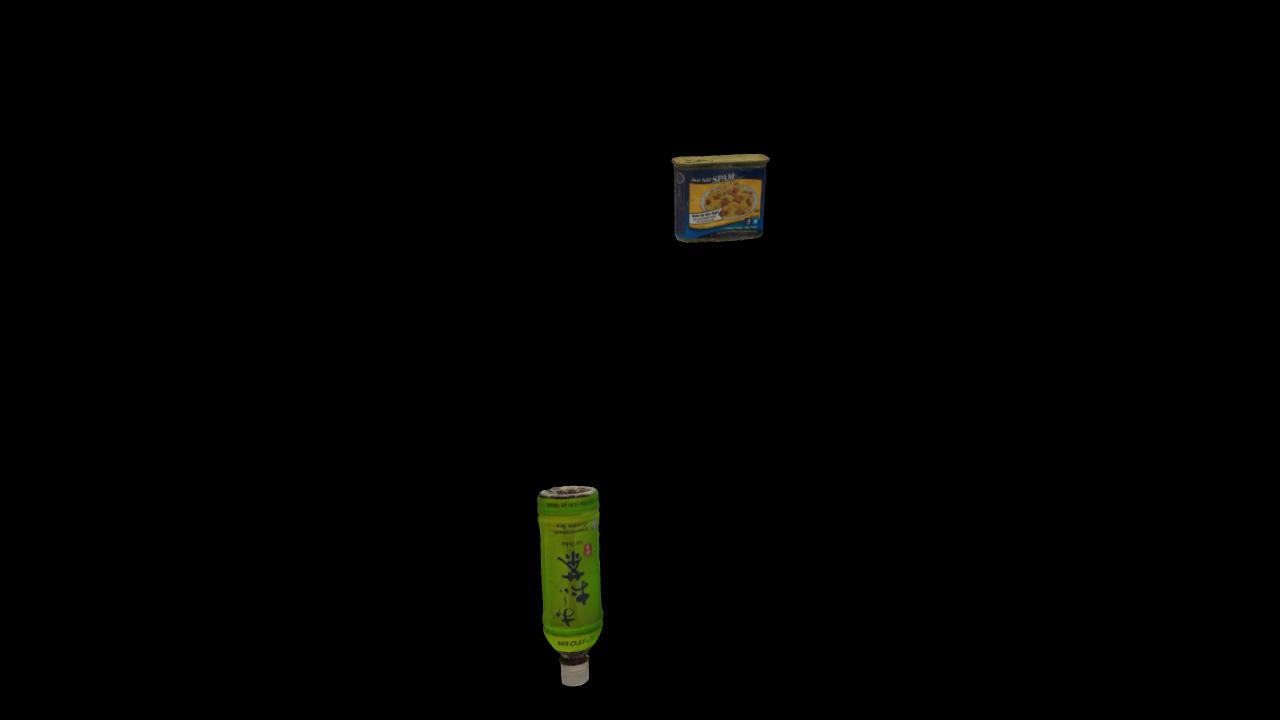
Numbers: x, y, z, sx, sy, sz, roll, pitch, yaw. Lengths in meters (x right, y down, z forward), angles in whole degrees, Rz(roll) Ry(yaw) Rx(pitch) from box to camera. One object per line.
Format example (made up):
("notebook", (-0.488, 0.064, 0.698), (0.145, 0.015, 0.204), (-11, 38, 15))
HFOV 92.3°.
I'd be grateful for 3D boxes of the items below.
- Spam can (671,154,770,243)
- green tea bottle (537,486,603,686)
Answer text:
("Spam can", (0.087, -0.177, 0.673), (0.101, 0.085, 0.058), (-3, 25, -2))
("green tea bottle", (-0.077, 0.251, 0.687), (0.073, 0.212, 0.073), (-2, 0, 0))
